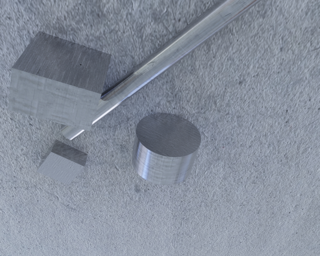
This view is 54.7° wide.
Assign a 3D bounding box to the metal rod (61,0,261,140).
[{"bbox_3d":[-0.007,-0.069,0.347,0.299,0.025,0.025,-33,123,25],"label":"metal rod"}]

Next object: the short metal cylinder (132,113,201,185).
[{"bbox_3d":[0.007,0.025,0.393,0.081,0.080,0.050,7,130,-6],"label":"short metal cylinder"}]

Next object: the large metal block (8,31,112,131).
[{"bbox_3d":[-0.102,-0.050,0.327,0.081,0.080,0.050,16,128,-13],"label":"large metal block"}]

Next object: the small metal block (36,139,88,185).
[{"bbox_3d":[-0.141,0.050,0.449,0.050,0.025,0.050,30,124,-23],"label":"small metal block"}]
